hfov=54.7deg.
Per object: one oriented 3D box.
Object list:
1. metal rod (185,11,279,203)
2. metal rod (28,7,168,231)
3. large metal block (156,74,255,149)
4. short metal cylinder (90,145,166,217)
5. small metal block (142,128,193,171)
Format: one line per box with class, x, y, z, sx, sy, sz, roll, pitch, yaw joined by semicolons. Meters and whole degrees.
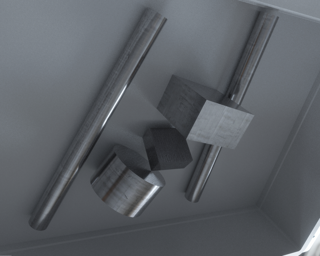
metal rod;0.097;-0.016;0.453;0.025;0.025;0.298;4;116;-31
metal rod;-0.080;0.000;0.366;0.025;0.025;0.299;22;106;-37
large metal block;0.055;-0.021;0.392;0.081;0.080;0.050;13;112;-34
short metal cylinder;-0.040;0.066;0.393;0.080;0.080;0.050;31;101;-38
small metal block;0.010;0.028;0.413;0.050;0.050;0.025;0;149;-29
